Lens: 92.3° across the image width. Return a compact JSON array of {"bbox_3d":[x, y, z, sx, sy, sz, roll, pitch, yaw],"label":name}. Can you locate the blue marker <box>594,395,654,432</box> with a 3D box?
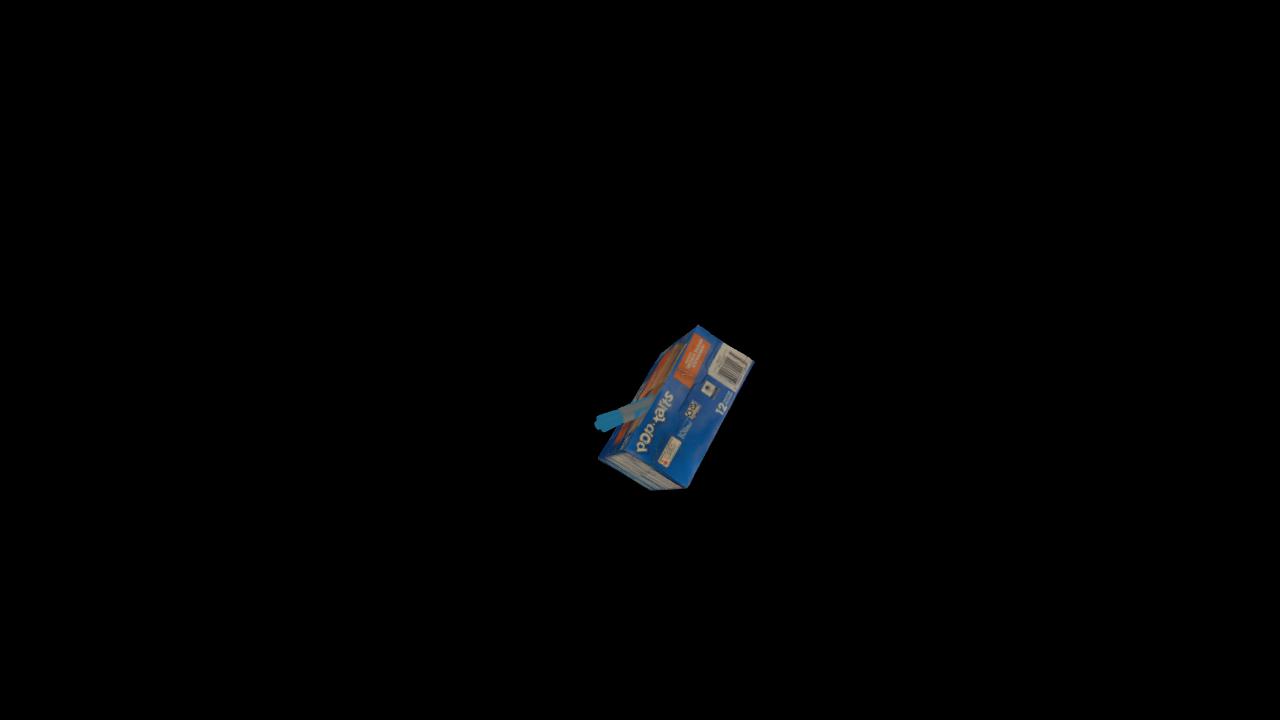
[{"bbox_3d":[0.005,0.050,0.656,0.121,0.020,0.020,-19,9,-29],"label":"blue marker"}]

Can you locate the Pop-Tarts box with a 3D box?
[{"bbox_3d":[0.038,0.061,0.725,0.083,0.167,0.141,34,-19,-6],"label":"Pop-Tarts box"}]
